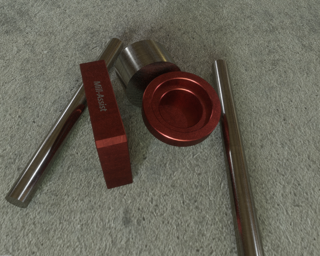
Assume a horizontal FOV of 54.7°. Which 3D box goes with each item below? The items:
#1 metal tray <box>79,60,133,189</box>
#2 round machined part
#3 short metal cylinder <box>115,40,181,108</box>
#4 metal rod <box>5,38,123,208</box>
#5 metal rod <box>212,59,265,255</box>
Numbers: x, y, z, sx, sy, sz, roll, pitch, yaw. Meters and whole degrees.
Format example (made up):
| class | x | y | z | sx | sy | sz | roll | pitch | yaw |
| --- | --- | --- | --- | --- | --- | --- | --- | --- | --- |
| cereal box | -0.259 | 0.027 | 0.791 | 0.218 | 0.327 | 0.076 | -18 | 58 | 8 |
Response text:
| class | x | y | z | sx | sy | sz | roll | pitch | yaw |
| --- | --- | --- | --- | --- | --- | --- | --- | --- | --- |
| metal tray | -0.064 | -0.006 | 0.365 | 0.030 | 0.090 | 0.130 | -13 | 51 | -10 |
| round machined part | 0.025 | -0.021 | 0.399 | 0.099 | 0.042 | 0.098 | 3 | 65 | -7 |
| short metal cylinder | -0.016 | -0.074 | 0.429 | 0.081 | 0.080 | 0.050 | -17 | 52 | -14 |
| metal rod | -0.114 | -0.030 | 0.427 | 0.025 | 0.025 | 0.300 | 12 | 51 | 10 |
| metal rod | 0.091 | 0.017 | 0.389 | 0.025 | 0.025 | 0.300 | 1 | 50 | 1 |
